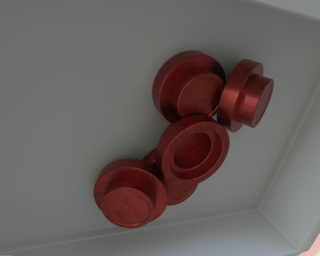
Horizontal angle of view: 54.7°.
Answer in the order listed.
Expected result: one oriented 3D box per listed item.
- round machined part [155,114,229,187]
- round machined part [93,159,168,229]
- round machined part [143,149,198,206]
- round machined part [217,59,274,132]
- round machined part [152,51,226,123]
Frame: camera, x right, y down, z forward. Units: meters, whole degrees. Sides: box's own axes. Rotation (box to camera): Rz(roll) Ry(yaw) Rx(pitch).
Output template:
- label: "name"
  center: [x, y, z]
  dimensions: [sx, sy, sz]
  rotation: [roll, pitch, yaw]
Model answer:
- label: "round machined part"
  center: [0.038, 0.025, 0.406]
  dimensions: [0.099, 0.042, 0.097]
  rotation: [-14, 125, -21]
- label: "round machined part"
  center: [-0.039, 0.092, 0.405]
  dimensions: [0.099, 0.042, 0.097]
  rotation: [2, 118, 4]
- label: "round machined part"
  center: [0.017, 0.074, 0.453]
  dimensions: [0.099, 0.042, 0.097]
  rotation: [-14, 125, -21]
- label: "round machined part"
  center: [0.117, -0.039, 0.410]
  dimensions: [0.099, 0.042, 0.097]
  rotation: [-43, 146, -38]
- label: "round machined part"
  center: [0.043, -0.044, 0.393]
  dimensions: [0.099, 0.042, 0.097]
  rotation: [-14, 125, -21]
